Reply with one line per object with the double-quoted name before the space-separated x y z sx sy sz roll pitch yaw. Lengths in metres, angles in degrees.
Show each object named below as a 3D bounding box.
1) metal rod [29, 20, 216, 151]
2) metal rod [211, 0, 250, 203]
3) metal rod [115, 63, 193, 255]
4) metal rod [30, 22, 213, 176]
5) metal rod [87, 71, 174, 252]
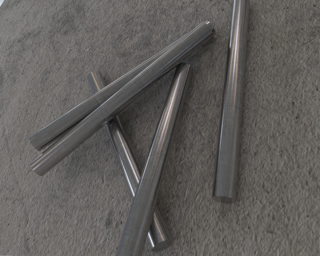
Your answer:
"metal rod" -0.050 -0.063 0.442 0.301 0.025 0.025 -34 51 -5
"metal rod" 0.093 -0.057 0.389 0.025 0.025 0.300 -3 60 27
"metal rod" -0.004 0.038 0.358 0.025 0.025 0.300 -1 53 27
"metal rod" -0.051 -0.040 0.422 0.300 0.025 0.025 -39 51 -1
"metal rod" -0.052 0.020 0.418 0.025 0.025 0.300 -33 51 7
